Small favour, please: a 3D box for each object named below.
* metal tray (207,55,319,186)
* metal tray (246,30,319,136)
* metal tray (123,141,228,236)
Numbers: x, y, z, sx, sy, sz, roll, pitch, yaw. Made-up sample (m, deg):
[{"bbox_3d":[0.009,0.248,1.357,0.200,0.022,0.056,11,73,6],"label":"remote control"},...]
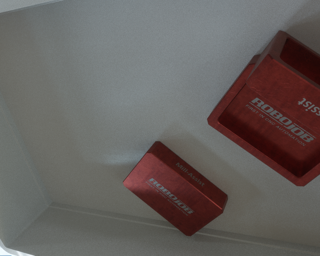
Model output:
[{"bbox_3d":[0.129,-0.006,0.333,0.130,0.030,0.089,35,129,4],"label":"metal tray"},{"bbox_3d":[0.146,-0.029,0.271,0.130,0.090,0.030,35,128,4],"label":"metal tray"},{"bbox_3d":[0.020,0.090,0.450,0.130,0.030,0.089,39,129,1],"label":"metal tray"}]
